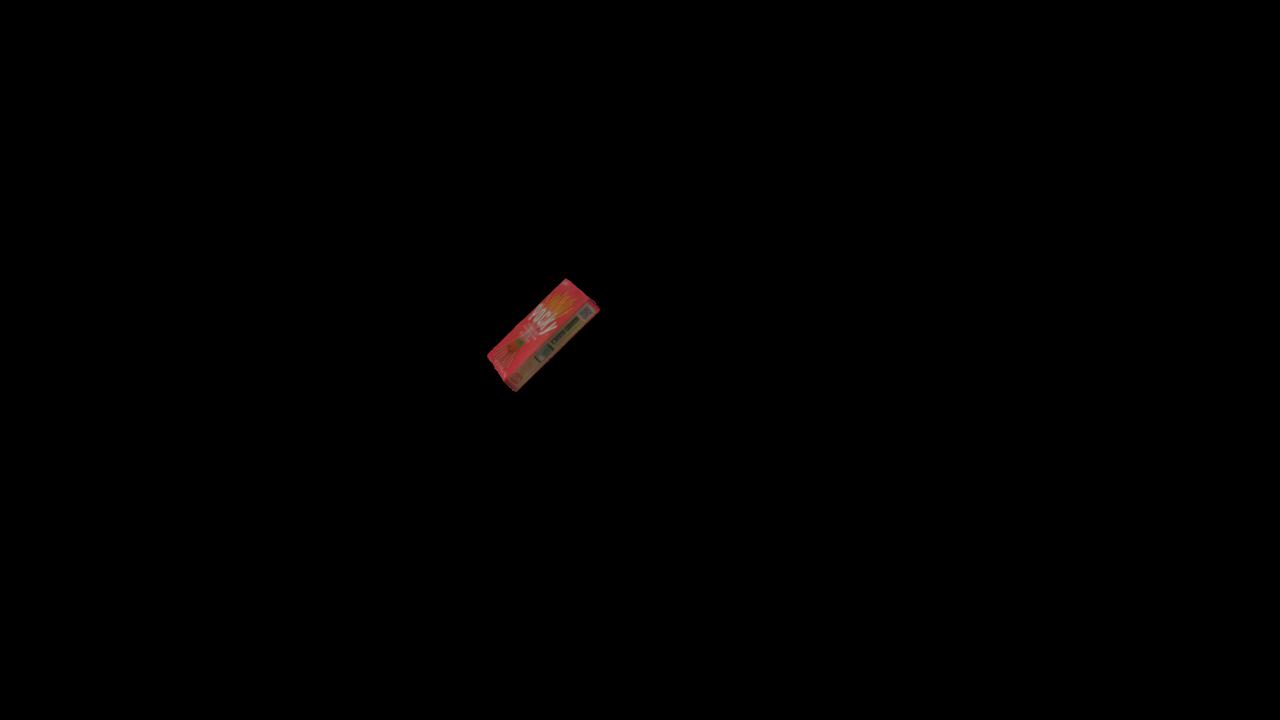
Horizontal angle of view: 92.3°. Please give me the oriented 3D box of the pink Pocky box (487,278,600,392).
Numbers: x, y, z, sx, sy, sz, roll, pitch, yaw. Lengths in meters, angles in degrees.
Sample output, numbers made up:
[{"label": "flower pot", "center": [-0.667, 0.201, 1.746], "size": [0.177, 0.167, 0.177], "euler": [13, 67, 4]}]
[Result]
[{"label": "pink Pocky box", "center": [-0.130, -0.036, 0.815], "size": [0.029, 0.155, 0.084], "euler": [48, -3, -39]}]
